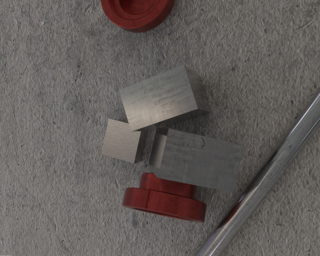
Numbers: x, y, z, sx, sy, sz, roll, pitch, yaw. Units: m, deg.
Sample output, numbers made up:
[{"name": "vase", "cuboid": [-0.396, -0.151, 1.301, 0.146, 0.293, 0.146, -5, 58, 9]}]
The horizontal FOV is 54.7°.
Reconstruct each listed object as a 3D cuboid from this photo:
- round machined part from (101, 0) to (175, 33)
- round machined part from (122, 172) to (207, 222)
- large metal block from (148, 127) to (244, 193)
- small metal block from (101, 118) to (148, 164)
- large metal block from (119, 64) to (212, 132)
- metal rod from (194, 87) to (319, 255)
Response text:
[{"name": "round machined part", "cuboid": [-0.025, -0.174, 0.409, 0.098, 0.042, 0.097, 0, 90, 20]}, {"name": "round machined part", "cuboid": [0.007, 0.082, 0.371, 0.098, 0.098, 0.042, 5, 72, 20]}, {"name": "large metal block", "cuboid": [0.036, 0.033, 0.350, 0.081, 0.080, 0.050, 13, 89, -9]}, {"name": "small metal block", "cuboid": [-0.048, 0.017, 0.426, 0.050, 0.025, 0.050, 14, 95, 19]}, {"name": "large metal block", "cuboid": [0.010, -0.032, 0.376, 0.080, 0.080, 0.050, -19, 84, 19]}, {"name": "metal rod", "cuboid": [0.119, 0.068, 0.366, 0.025, 0.025, 0.299, 36, 101, 16]}]
